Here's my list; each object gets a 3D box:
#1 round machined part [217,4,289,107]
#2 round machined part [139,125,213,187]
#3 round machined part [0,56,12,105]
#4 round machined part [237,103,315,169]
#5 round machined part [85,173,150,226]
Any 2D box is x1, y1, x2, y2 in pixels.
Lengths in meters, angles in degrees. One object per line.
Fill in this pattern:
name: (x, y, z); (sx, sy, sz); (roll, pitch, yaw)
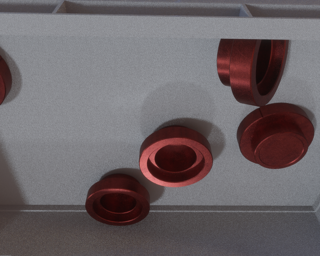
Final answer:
round machined part: (0.092, -0.073, 0.314); (0.042, 0.098, 0.098); (16, 140, 35)
round machined part: (0.021, 0.035, 0.428); (0.099, 0.042, 0.097); (-1, 130, 0)
round machined part: (-0.226, -0.054, 0.349); (0.099, 0.042, 0.097); (-1, 130, 0)
round machined part: (0.156, 0.017, 0.415); (0.099, 0.042, 0.097); (-1, 130, 0)
round machined part: (-0.065, 0.110, 0.491); (0.099, 0.042, 0.097); (-1, 130, 0)
